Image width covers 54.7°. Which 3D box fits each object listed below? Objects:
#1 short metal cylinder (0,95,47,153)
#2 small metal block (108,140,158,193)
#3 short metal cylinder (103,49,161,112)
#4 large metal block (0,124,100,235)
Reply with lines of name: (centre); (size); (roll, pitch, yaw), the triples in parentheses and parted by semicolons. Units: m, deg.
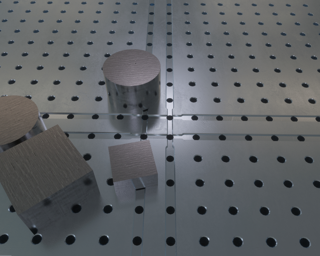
short metal cylinder: (-0.185, 0.005, 0.386); (0.081, 0.050, 0.080); (0, 50, 0)
small metal block: (-0.032, 0.045, 0.370); (0.050, 0.025, 0.050); (-10, 51, -8)
short metal cylinder: (-0.039, -0.070, 0.450); (0.081, 0.050, 0.080); (0, 50, 0)
large metal block: (-0.126, 0.054, 0.345); (0.081, 0.050, 0.080); (-31, 57, -24)
